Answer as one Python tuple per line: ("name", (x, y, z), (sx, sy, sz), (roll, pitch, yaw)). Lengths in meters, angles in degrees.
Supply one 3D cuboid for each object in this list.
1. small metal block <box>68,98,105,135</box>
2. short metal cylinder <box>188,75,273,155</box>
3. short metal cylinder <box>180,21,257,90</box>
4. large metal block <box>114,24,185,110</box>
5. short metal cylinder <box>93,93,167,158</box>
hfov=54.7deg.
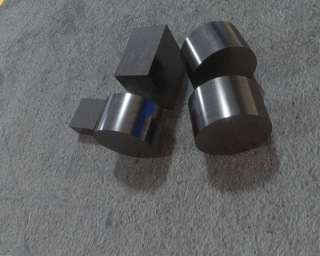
("small metal block", (-0.102, -0.016, 0.468), (0.050, 0.025, 0.050), (6, 65, 31))
("short metal cylinder", (0.074, -0.011, 0.337), (0.080, 0.080, 0.050), (-18, 55, 17))
("short metal cylinder", (0.071, -0.083, 0.382), (0.080, 0.080, 0.050), (-27, 53, 12))
("large metal block", (-0.008, -0.080, 0.422), (0.050, 0.080, 0.080), (4, 64, 30))
("short metal cylinder", (-0.037, -0.001, 0.389), (0.080, 0.080, 0.050), (2, 63, 29))
